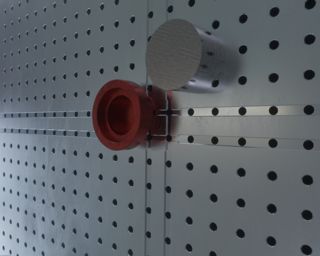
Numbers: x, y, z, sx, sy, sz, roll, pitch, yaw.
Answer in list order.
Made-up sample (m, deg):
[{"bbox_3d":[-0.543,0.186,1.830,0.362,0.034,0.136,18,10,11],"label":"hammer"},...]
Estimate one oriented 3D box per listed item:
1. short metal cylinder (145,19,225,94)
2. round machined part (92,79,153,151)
[{"bbox_3d":[0.029,-0.083,0.369,0.080,0.050,0.079,0,90,40],"label":"short metal cylinder"},{"bbox_3d":[-0.048,-0.018,0.438,0.098,0.042,0.097,0,90,40],"label":"round machined part"}]
